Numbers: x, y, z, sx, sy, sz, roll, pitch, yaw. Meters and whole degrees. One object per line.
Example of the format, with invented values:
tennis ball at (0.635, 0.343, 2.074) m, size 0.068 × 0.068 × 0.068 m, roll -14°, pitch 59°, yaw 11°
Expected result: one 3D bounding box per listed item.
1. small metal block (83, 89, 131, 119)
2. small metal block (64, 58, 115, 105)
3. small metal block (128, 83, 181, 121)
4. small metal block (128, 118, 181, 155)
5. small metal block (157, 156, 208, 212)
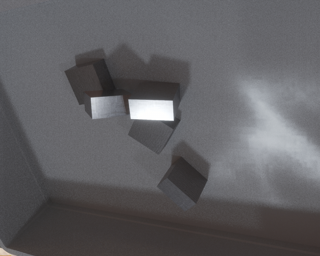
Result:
small metal block at (-0.063, -0.031, 0.380) m, size 0.050 × 0.050 × 0.025 m, roll -148°, pitch 54°, yaw -63°
small metal block at (-0.093, -0.062, 0.418) m, size 0.050 × 0.025 × 0.050 m, roll -5°, pitch 116°, yaw 30°
small metal block at (-0.005, -0.033, 0.368) m, size 0.050 × 0.050 × 0.025 m, roll 3°, pitch 121°, yaw 12°
small metal block at (-0.008, 0.000, 0.411) m, size 0.050 × 0.025 × 0.050 m, roll 33°, pitch 129°, yaw 6°
small metal block at (0.031, 0.075, 0.421) m, size 0.050 × 0.050 × 0.025 m, roll 42°, pitch 129°, yaw -1°
